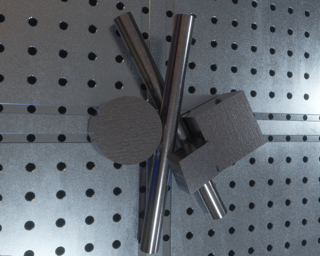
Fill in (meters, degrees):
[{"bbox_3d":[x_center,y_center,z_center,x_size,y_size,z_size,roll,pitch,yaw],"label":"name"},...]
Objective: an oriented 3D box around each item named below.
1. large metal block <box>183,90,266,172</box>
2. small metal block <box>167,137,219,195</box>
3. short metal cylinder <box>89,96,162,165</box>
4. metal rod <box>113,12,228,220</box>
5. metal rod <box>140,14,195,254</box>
[{"bbox_3d":[0.085,0.003,0.426,0.080,0.050,0.080,-29,100,-18],"label":"large metal block"},{"bbox_3d":[0.042,0.047,0.391,0.050,0.025,0.050,-31,116,-25],"label":"small metal block"},{"bbox_3d":[-0.044,0.003,0.380,0.081,0.050,0.079,0,90,-21],"label":"short metal cylinder"},{"bbox_3d":[0.018,-0.009,0.415,0.025,0.025,0.299,-30,100,-18],"label":"metal rod"},{"bbox_3d":[0.008,0.011,0.391,0.025,0.025,0.298,7,96,-20],"label":"metal rod"}]
